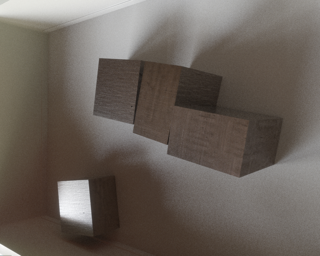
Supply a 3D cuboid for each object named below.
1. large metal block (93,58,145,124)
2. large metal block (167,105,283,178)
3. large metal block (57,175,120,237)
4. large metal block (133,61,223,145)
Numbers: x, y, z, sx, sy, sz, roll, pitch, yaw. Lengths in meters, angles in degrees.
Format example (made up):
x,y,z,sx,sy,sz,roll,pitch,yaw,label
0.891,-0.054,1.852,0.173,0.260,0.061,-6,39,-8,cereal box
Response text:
x,y,z,sx,sy,sz,roll,pitch,yaw,label
-0.043,-0.051,0.426,0.080,0.050,0.079,13,98,39,large metal block
0.066,0.008,0.315,0.080,0.081,0.050,15,102,39,large metal block
-0.112,0.119,0.484,0.080,0.050,0.080,-11,83,39,large metal block
0.022,-0.028,0.353,0.050,0.081,0.079,18,101,39,large metal block
